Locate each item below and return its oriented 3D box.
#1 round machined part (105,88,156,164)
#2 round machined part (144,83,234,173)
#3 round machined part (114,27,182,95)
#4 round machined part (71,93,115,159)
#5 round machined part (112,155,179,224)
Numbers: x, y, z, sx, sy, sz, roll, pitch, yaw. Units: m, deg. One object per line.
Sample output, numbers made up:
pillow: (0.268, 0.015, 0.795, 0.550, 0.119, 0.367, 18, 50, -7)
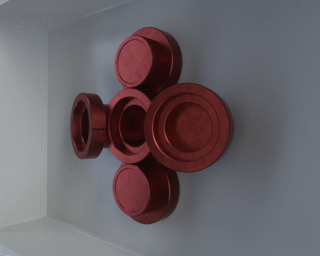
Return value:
round machined part: (-0.027, -0.003, 0.415, 0.098, 0.042, 0.097, 0, 90, 40)
round machined part: (0.035, 0.000, 0.354, 0.098, 0.042, 0.097, 0, 90, 23)
round machined part: (-0.023, -0.085, 0.412, 0.098, 0.042, 0.097, 0, 90, 40)
round machined part: (-0.099, -0.003, 0.465, 0.098, 0.042, 0.097, 0, 89, 57)
round machined part: (-0.026, 0.080, 0.415, 0.098, 0.042, 0.097, 0, 90, 40)
